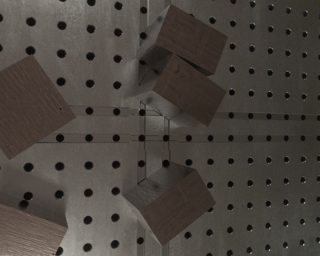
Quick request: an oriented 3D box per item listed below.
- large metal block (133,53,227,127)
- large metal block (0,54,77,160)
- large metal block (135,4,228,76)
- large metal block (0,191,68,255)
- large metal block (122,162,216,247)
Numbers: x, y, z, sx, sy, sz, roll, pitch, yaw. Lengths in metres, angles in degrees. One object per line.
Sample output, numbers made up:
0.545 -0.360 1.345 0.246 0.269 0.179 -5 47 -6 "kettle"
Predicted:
0.022 -0.043 0.393 0.080 0.080 0.050 32 80 -18 "large metal block"
-0.153 -0.023 0.343 0.080 0.050 0.080 -36 102 -17 "large metal block"
0.024 -0.102 0.393 0.080 0.080 0.050 23 82 -19 "large metal block"
-0.159 0.126 0.341 0.080 0.050 0.080 28 81 -18 "large metal block"
0.008 0.089 0.388 0.080 0.080 0.050 -33 101 -17 "large metal block"
